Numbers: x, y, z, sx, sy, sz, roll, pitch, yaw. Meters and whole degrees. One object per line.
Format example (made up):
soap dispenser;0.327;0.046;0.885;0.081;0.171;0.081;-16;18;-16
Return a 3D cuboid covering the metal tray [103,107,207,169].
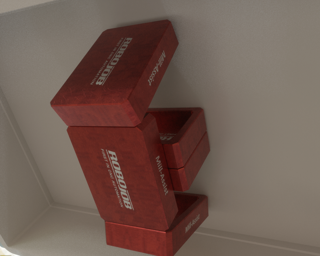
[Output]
metal tray;-0.019;0.008;0.380;0.130;0.090;0.030;1;119;27

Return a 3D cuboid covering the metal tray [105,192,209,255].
metal tray;0.001;0.119;0.410;0.090;0.131;0.030;0;97;27

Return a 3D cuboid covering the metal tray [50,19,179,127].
metal tray;-0.043;-0.060;0.324;0.090;0.130;0.030;1;139;27

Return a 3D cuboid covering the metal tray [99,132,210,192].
metal tray;-0.012;0.035;0.394;0.130;0.090;0.030;1;119;27

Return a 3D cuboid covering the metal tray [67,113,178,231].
metal tray;-0.038;0.048;0.336;0.090;0.030;0.129;0;119;27
